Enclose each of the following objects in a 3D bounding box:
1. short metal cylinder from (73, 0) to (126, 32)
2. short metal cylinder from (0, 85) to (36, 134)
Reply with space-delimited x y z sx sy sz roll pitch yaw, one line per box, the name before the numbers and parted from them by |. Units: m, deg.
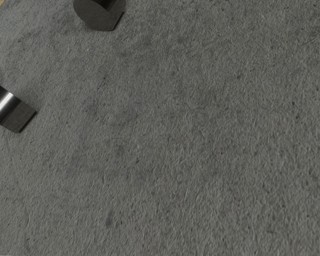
short metal cylinder | -0.109 -0.223 0.563 0.080 0.080 0.050 11 68 33
short metal cylinder | -0.262 -0.034 0.527 0.080 0.080 0.050 28 77 37
